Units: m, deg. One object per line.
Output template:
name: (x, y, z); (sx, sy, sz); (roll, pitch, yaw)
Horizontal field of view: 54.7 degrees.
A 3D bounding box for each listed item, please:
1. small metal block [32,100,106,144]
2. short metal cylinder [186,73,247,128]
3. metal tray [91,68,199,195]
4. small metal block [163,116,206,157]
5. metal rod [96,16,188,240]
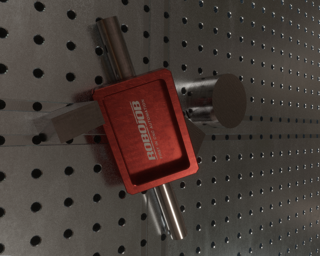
small metal block: (-0.093, -0.007, 0.316); (0.050, 0.050, 0.025); (-29, 108, -37)
short metal cylinder: (0.086, -0.039, 0.467); (0.081, 0.050, 0.079); (0, 90, -40)
metal tray: (-0.015, 0.004, 0.365); (0.091, 0.030, 0.129); (-19, 105, -4)
small metal block: (0.032, 0.017, 0.439); (0.050, 0.025, 0.050); (39, 66, -34)
metal rod: (-0.017, 0.012, 0.396); (0.025, 0.025, 0.298); (-29, 108, -36)
